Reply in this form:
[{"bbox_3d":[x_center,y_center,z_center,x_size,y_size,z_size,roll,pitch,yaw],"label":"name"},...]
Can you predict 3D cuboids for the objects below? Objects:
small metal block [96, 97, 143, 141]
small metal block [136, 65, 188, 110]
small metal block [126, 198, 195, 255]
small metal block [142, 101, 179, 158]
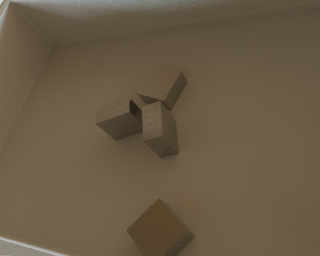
[{"bbox_3d":[-0.052,-0.011,0.422,0.050,0.050,0.025,-19,55,17],"label":"small metal block"},{"bbox_3d":[0.003,-0.058,0.438,0.050,0.025,0.050,19,72,35],"label":"small metal block"},{"bbox_3d":[0.000,0.114,0.335,0.050,0.025,0.050,-44,51,-3],"label":"small metal block"},{"bbox_3d":[0.001,0.003,0.386,0.025,0.050,0.050,-16,55,19],"label":"small metal block"}]
